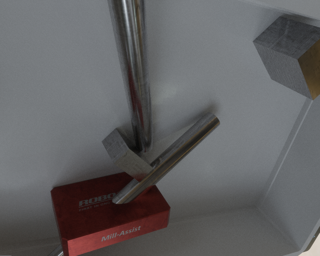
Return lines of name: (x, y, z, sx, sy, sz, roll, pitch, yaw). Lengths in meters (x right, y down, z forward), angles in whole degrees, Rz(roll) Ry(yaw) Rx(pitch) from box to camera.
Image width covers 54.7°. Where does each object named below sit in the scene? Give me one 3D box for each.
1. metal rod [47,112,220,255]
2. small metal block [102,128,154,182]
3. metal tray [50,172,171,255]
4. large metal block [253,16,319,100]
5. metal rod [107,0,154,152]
metal rod: (-0.034, 0.082, 0.399, 0.301, 0.025, 0.025, -41, 131, -16)
small metal block: (-0.041, 0.034, 0.392, 0.025, 0.050, 0.050, -44, 130, 2)
metal tray: (-0.064, 0.101, 0.395, 0.131, 0.090, 0.030, -10, 123, -24)
large metal block: (0.184, -0.095, 0.418, 0.050, 0.080, 0.080, -44, 130, 2)
metal rod: (-0.021, -0.046, 0.282, 0.025, 0.025, 0.299, -26, 156, -12)
